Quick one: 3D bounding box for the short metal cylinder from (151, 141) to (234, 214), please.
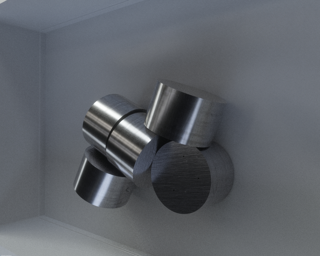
[{"bbox_3d":[0.037,0.053,0.356,0.080,0.050,0.079,0,90,39],"label":"short metal cylinder"}]

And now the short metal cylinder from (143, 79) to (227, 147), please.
[{"bbox_3d":[0.027,-0.018,0.345,0.080,0.081,0.050,29,108,36],"label":"short metal cylinder"}]

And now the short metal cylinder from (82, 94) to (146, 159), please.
[{"bbox_3d":[-0.054,0.001,0.411,0.050,0.081,0.079,32,110,35],"label":"short metal cylinder"}]

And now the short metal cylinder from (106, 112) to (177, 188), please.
[{"bbox_3d":[-0.019,0.027,0.383,0.050,0.081,0.079,33,111,35],"label":"short metal cylinder"}]

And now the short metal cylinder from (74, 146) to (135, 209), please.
[{"bbox_3d":[-0.072,0.064,0.425,0.080,0.081,0.050,36,112,34],"label":"short metal cylinder"}]
